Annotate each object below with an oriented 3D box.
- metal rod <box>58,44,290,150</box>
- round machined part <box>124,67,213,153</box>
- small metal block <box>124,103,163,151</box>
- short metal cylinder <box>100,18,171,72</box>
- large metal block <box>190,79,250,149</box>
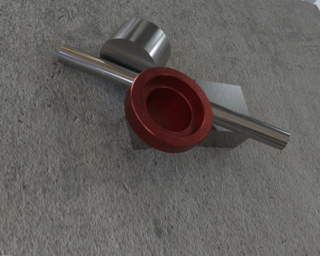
[{"bbox_3d":[0.016,-0.039,0.391,0.301,0.025,0.025,22,52,2],"label":"metal rod"},{"bbox_3d":[0.006,-0.016,0.346,0.099,0.042,0.098,13,57,-22],"label":"round machined part"},{"bbox_3d":[-0.019,-0.006,0.384,0.025,0.050,0.050,-2,63,-30],"label":"small metal block"},{"bbox_3d":[-0.032,-0.097,0.413,0.080,0.080,0.050,33,51,-8],"label":"short metal cylinder"},{"bbox_3d":[0.080,-0.018,0.446,0.081,0.050,0.080,4,60,-27],"label":"large metal block"}]
